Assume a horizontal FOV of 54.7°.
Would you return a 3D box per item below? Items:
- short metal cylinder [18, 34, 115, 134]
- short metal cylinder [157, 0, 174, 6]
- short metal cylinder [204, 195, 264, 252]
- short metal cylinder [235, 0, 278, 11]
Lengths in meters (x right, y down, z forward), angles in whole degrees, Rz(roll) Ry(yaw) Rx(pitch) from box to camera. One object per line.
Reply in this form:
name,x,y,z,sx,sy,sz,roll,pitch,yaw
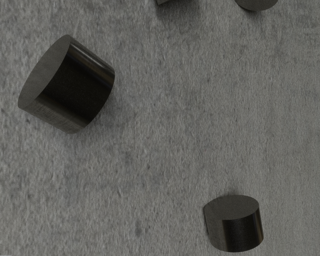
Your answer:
short metal cylinder,-0.089,-0.041,0.295,0.050,0.080,0.080,35,68,-35
short metal cylinder,0.026,-0.196,0.392,0.081,0.080,0.050,-35,112,-35
short metal cylinder,0.111,0.141,0.465,0.081,0.080,0.050,-19,103,-39
short metal cylinder,0.162,-0.241,0.507,0.080,0.080,0.050,38,67,-34
